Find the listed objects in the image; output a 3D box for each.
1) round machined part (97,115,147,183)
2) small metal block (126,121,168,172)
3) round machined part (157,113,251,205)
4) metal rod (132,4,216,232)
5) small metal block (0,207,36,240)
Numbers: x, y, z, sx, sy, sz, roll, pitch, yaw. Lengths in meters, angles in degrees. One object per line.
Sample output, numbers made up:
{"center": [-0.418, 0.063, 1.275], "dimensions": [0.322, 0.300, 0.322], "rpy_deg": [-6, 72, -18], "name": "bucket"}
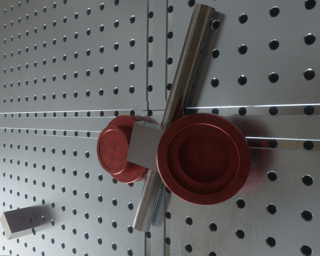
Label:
{"center": [-0.053, 0.030, 0.442], "dimensions": [0.098, 0.042, 0.097], "rpy_deg": [0, 90, 40], "name": "round machined part"}
{"center": [-0.009, 0.022, 0.382], "dimensions": [0.050, 0.025, 0.050], "rpy_deg": [17, 102, 22], "name": "small metal block"}
{"center": [0.049, 0.031, 0.343], "dimensions": [0.098, 0.042, 0.097], "rpy_deg": [1, 95, 16], "name": "round machined part"}
{"center": [0.014, -0.003, 0.398], "dimensions": [0.025, 0.025, 0.298], "rpy_deg": [26, 106, 37], "name": "metal rod"}
{"center": [-0.290, 0.195, 0.634], "dimensions": [0.050, 0.050, 0.025], "rpy_deg": [52, 121, 27], "name": "small metal block"}
